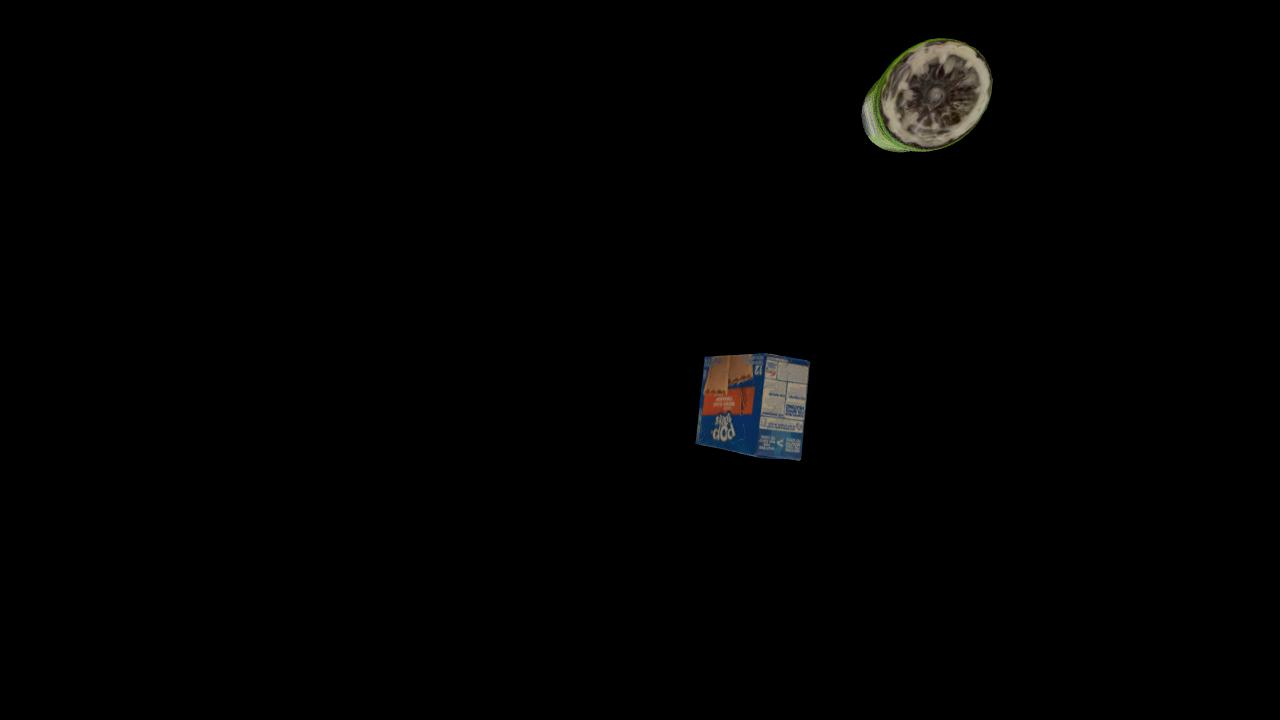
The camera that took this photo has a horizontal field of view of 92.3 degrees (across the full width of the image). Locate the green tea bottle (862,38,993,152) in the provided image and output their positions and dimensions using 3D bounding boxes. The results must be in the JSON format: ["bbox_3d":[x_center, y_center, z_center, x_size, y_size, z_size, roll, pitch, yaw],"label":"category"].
[{"bbox_3d":[0.215,-0.202,0.489,0.073,0.073,0.212,0,19,14],"label":"green tea bottle"}]

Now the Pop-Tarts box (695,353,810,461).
[{"bbox_3d":[0.161,0.066,0.906,0.083,0.141,0.167,8,-4,-23],"label":"Pop-Tarts box"}]
